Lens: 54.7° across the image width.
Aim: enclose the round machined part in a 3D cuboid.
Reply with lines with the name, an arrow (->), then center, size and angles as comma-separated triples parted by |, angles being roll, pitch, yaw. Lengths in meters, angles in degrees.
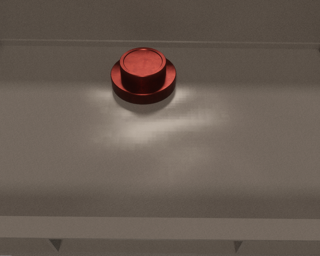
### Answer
round machined part -> -0.025, -0.084, 0.465 | 0.099, 0.042, 0.098 | 0, 50, 0
